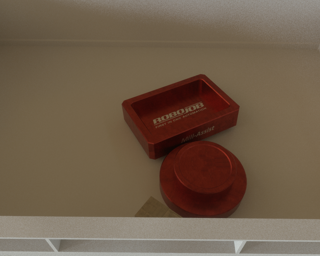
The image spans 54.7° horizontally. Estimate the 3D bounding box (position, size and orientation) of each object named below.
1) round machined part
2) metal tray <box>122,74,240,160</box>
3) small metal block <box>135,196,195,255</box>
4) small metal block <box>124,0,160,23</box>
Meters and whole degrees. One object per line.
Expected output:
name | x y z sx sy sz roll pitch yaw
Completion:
round machined part | 0.049 0.053 0.350 0.099 0.042 0.098 0 50 0
metal tray | 0.026 -0.020 0.412 0.131 0.030 0.090 -21 48 -18
small metal block | 0.004 0.101 0.304 0.050 0.050 0.025 30 56 22
small metal block | -0.035 -0.236 0.606 0.050 0.025 0.050 -31 57 -24
